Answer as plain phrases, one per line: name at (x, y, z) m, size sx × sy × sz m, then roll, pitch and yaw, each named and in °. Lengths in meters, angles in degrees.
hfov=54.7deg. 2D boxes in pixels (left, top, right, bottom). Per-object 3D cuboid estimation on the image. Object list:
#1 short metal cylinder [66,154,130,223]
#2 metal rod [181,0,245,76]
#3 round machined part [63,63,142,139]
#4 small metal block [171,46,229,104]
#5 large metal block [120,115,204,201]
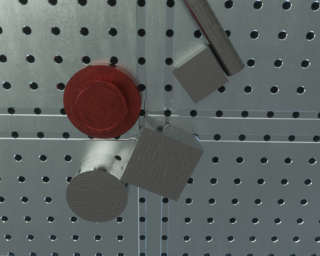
short metal cylinder at (-0.083, 0.082, 0.429) m, size 0.081 × 0.050 × 0.079 m, roll 0°, pitch 110°, yaw -1°
metal rod at (0.011, -0.188, 0.344) m, size 0.025 × 0.025 × 0.299 m, roll -33°, pitch 107°, yaw 11°
round machined part at (-0.073, -0.031, 0.392) m, size 0.099 × 0.042 × 0.097 m, roll 0°, pitch 110°, yaw -1°
small metal block at (0.050, -0.067, 0.390) m, size 0.050 × 0.025 × 0.050 m, roll -34°, pitch 107°, yaw 11°
large metal block at (0.002, 0.040, 0.415) m, size 0.080 × 0.050 × 0.079 m, roll 23°, pitch 108°, yaw -9°
